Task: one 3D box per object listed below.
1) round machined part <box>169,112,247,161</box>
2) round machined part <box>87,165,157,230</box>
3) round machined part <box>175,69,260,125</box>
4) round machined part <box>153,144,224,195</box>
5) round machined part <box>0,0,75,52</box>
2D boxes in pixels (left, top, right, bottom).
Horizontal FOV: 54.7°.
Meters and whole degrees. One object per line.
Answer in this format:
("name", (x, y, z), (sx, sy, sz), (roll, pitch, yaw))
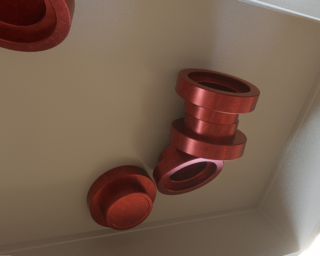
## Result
("round machined part", (0.063, 0.002, 0.400), (0.099, 0.098, 0.042), (-1, 111, -28))
("round machined part", (-0.049, 0.105, 0.437), (0.099, 0.042, 0.097), (-14, 125, -21))
("round machined part", (0.066, -0.037, 0.376), (0.099, 0.098, 0.042), (-2, 118, -28))
("round machined part", (0.036, 0.052, 0.438), (0.099, 0.042, 0.097), (-15, 145, -11))
("round machined part", (-0.118, -0.109, 0.245), (0.099, 0.042, 0.098), (2, 152, 1))
